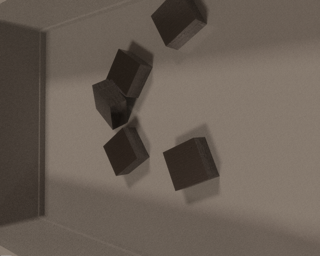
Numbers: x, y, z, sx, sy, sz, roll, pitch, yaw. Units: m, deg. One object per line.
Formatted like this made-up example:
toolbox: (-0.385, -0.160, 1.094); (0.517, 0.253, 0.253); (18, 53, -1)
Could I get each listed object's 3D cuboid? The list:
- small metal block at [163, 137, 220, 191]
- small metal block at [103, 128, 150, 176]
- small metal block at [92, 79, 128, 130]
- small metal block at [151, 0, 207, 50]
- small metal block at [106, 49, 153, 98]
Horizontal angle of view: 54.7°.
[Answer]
small metal block: (0.037, 0.044, 0.375); (0.050, 0.025, 0.050); (-29, 72, 36)
small metal block: (-0.049, 0.034, 0.445); (0.050, 0.025, 0.050); (-41, 65, 32)
small metal block: (-0.072, -0.034, 0.448); (0.050, 0.025, 0.050); (48, 153, 29)
small metal block: (0.023, -0.135, 0.387); (0.050, 0.025, 0.050); (-36, 68, 33)
small metal block: (-0.045, -0.078, 0.442); (0.050, 0.025, 0.050); (41, 114, 32)
